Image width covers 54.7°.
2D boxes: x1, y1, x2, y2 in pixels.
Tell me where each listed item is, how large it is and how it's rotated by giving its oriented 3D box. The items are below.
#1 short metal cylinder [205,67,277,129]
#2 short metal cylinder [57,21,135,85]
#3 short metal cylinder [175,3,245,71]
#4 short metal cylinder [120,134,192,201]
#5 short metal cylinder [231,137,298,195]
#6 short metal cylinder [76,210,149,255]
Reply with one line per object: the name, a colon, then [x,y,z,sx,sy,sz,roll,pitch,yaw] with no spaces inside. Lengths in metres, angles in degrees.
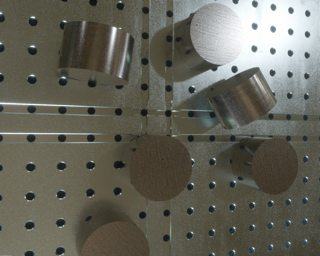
short metal cylinder: [0.110,-0.041,0.424,0.080,0.080,0.050,-35,102,-17]
short metal cylinder: [-0.073,-0.083,0.356,0.081,0.080,0.050,9,87,-20]
short metal cylinder: [0.067,-0.122,0.424,0.081,0.050,0.079,0,90,-20]
short metal cylinder: [-0.006,0.049,0.397,0.081,0.050,0.079,0,90,-20]
short metal cylinder: [0.153,0.053,0.456,0.081,0.050,0.079,0,90,-20]
short metal cylinder: [-0.059,0.147,0.378,0.081,0.050,0.079,0,90,-20]
